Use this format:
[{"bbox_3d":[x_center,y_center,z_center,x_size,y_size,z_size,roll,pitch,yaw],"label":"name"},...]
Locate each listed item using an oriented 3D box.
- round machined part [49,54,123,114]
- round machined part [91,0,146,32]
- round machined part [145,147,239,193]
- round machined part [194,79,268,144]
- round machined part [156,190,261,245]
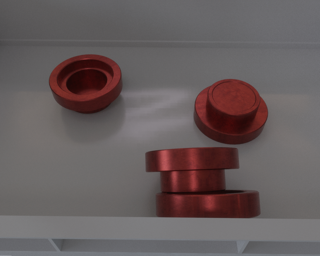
[{"bbox_3d":[-0.103,-0.059,0.442,0.099,0.042,0.098,0,50,0],"label":"round machined part"},{"bbox_3d":[-0.076,-0.216,0.577,0.099,0.042,0.098,0,50,0],"label":"round machined part"},{"bbox_3d":[0.034,0.046,0.330,0.099,0.098,0.042,-2,82,-2],"label":"round machined part"},{"bbox_3d":[0.096,-0.029,0.419,0.099,0.042,0.098,0,50,0],"label":"round machined part"},{"bbox_3d":[0.046,0.083,0.297,0.099,0.098,0.042,-1,81,-1],"label":"round machined part"}]
